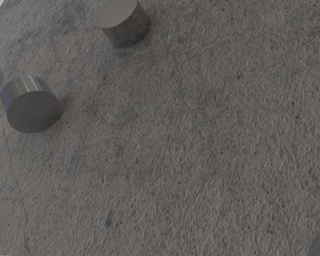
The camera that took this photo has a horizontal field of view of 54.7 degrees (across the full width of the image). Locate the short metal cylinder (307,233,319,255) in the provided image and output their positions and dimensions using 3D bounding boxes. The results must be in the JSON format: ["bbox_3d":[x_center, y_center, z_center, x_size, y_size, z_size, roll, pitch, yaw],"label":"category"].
[{"bbox_3d":[0.156,0.115,0.235,0.080,0.050,0.080,-13,56,21],"label":"short metal cylinder"}]

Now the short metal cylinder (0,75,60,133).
[{"bbox_3d":[-0.210,-0.038,0.503,0.080,0.080,0.050,-42,51,-1],"label":"short metal cylinder"}]

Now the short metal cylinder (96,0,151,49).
[{"bbox_3d":[-0.063,-0.185,0.534,0.080,0.050,0.080,-13,56,21],"label":"short metal cylinder"}]
